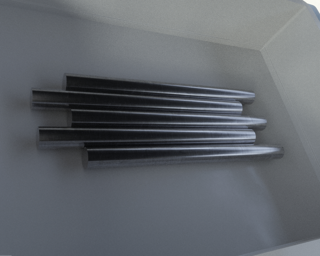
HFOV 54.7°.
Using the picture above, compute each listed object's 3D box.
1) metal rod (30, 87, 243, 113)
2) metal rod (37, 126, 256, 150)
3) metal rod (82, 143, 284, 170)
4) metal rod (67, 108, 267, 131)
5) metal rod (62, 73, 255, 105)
[{"bbox_3d":[-0.011,-0.032,0.419,0.303,0.025,0.025,1,62,-28],"label":"metal rod"},{"bbox_3d":[0.004,0.012,0.400,0.303,0.025,0.025,1,62,-28],"label":"metal rod"},{"bbox_3d":[0.051,0.035,0.412,0.303,0.025,0.025,1,62,-28],"label":"metal rod"},{"bbox_3d":[0.029,-0.009,0.427,0.303,0.025,0.025,1,62,-28],"label":"metal rod"},{"bbox_3d":[0.017,-0.053,0.447,0.303,0.025,0.025,1,62,-28],"label":"metal rod"}]
